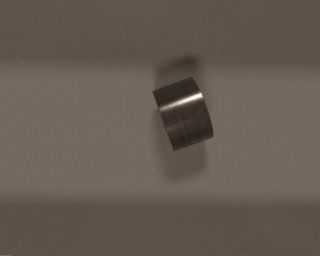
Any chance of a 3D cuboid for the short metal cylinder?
[{"bbox_3d":[0.027,-0.017,0.384,0.050,0.080,0.080,-20,90,0],"label":"short metal cylinder"}]
